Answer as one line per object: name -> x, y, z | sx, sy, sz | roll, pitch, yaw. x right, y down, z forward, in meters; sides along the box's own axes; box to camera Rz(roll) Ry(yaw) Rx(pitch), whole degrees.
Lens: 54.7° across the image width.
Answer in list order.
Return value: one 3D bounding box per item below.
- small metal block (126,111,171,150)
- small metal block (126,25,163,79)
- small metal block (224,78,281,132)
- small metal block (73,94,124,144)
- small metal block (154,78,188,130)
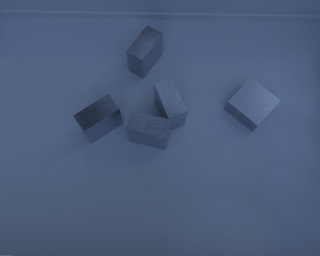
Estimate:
small metal block -> -0.014, 0.004, 0.395 | 0.050, 0.050, 0.025 | 13, 71, 4
small metal block -> -0.020, -0.105, 0.435 | 0.025, 0.050, 0.050 | 32, 73, 10
small metal block -> 0.125, -0.032, 0.423 | 0.050, 0.025, 0.050 | 42, 75, 13
small metal block -> -0.077, -0.011, 0.399 | 0.050, 0.050, 0.025 | -34, 74, -12
small metal block -> 0.013, -0.030, 0.407 | 0.025, 0.050, 0.050 | -19, 71, -7
